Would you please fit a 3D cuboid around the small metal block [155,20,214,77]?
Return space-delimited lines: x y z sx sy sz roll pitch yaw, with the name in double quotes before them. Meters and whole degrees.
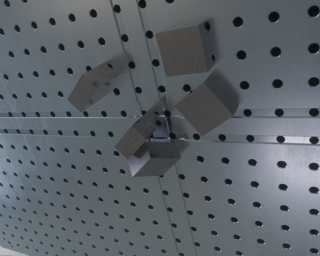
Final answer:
"small metal block" 0.028 -0.087 0.343 0.050 0.025 0.050 -2 118 29

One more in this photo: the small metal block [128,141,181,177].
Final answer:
"small metal block" -0.008 0.043 0.424 0.050 0.050 0.025 -48 51 39

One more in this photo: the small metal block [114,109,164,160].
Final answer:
"small metal block" -0.028 0.008 0.415 0.025 0.050 0.050 43 129 0

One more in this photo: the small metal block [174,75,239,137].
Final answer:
"small metal block" 0.055 -0.026 0.367 0.050 0.025 0.050 47 129 -5

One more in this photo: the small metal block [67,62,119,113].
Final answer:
"small metal block" -0.088 -0.054 0.409 0.025 0.050 0.050 43 129 -2
